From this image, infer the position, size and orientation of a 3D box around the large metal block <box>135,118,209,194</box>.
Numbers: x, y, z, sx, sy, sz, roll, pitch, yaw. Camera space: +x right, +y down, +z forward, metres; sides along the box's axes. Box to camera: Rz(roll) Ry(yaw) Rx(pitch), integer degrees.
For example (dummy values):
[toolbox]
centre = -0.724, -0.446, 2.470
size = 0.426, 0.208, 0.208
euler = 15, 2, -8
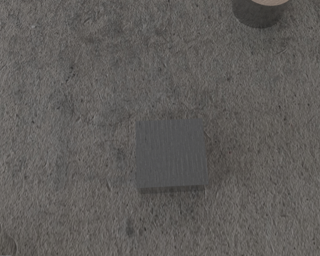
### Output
[large metal block]
centre = 0.013, 0.036, 0.382
size = 0.081, 0.050, 0.080
euler = -3, 70, -1

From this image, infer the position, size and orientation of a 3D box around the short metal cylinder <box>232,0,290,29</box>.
[short metal cylinder]
centre = 0.155, -0.200, 0.469
size = 0.081, 0.050, 0.080
euler = 0, 70, 0
